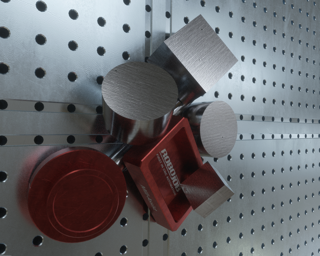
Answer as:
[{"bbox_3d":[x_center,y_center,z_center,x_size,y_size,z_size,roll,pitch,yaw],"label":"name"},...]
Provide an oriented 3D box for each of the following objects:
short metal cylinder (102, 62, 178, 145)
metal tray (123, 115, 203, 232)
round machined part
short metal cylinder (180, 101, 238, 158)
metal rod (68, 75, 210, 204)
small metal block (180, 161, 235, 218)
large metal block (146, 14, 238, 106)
[{"bbox_3d":[-0.024,-0.028,0.346,0.081,0.050,0.080,5,57,-7],"label":"short metal cylinder"},{"bbox_3d":[0.015,0.058,0.400,0.090,0.030,0.129,-45,130,-30],"label":"metal tray"},{"bbox_3d":[-0.081,0.070,0.314,0.099,0.042,0.097,-3,97,-24],"label":"round machined part"},{"bbox_3d":[0.067,0.002,0.448,0.081,0.050,0.079,0,90,-40],"label":"short metal cylinder"},{"bbox_3d":[0.000,-0.009,0.412,0.301,0.025,0.025,-45,117,-30],"label":"metal rod"},{"bbox_3d":[0.061,0.080,0.406,0.050,0.050,0.025,-42,124,8],"label":"small metal block"},{"bbox_3d":[0.044,-0.090,0.414,0.080,0.050,0.080,49,59,-6],"label":"large metal block"}]
